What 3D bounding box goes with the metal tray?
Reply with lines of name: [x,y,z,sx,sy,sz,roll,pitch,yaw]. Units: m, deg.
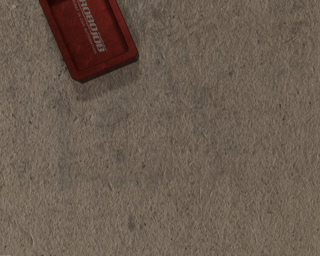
metal tray: [-0.093,-0.135,0.406,0.090,0.030,0.129,-23,90,-1]
